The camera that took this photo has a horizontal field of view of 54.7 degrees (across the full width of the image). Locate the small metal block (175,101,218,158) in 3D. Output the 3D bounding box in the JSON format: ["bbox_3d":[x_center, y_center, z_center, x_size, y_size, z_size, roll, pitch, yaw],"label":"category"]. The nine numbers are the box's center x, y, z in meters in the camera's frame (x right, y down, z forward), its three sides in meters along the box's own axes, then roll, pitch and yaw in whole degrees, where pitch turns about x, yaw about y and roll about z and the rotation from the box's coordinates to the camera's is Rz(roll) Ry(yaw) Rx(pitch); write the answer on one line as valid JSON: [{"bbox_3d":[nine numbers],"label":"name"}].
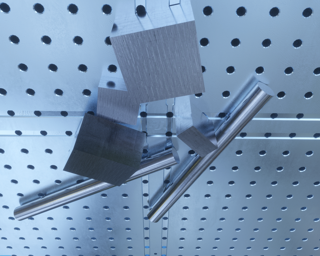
[{"bbox_3d":[0.046,0.001,0.397,0.025,0.050,0.050,-35,122,26],"label":"small metal block"}]

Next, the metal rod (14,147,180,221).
[{"bbox_3d":[-0.110,0.094,0.490,0.300,0.025,0.025,-22,127,17],"label":"metal rod"}]

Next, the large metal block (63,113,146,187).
[{"bbox_3d":[-0.074,0.032,0.405,0.080,0.050,0.080,20,148,-16],"label":"large metal block"}]

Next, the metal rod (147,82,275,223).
[{"bbox_3d":[0.058,0.054,0.457,0.025,0.025,0.298,22,127,-18],"label":"metal rod"}]

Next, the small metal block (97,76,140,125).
[{"bbox_3d":[-0.050,-0.033,0.383,0.050,0.025,0.050,8,130,-7],"label":"small metal block"}]

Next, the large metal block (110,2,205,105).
[{"bbox_3d":[0.000,-0.077,0.329,0.080,0.050,0.080,-9,130,7],"label":"large metal block"}]
